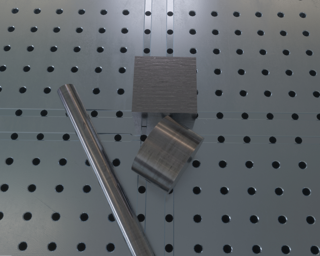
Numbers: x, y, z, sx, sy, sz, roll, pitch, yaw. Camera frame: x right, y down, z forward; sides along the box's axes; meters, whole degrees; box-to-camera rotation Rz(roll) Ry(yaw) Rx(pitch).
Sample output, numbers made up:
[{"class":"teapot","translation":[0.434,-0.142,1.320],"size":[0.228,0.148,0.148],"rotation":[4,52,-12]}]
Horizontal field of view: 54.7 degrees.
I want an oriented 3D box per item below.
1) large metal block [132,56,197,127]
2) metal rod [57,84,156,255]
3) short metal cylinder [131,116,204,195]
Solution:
[{"class":"large metal block","translation":[0.006,-0.048,0.416],"size":[0.081,0.050,0.080],"rotation":[1,70,0]},{"class":"metal rod","translation":[-0.061,0.071,0.385],"size":[0.025,0.025,0.299],"rotation":[-26,72,-9]},{"class":"short metal cylinder","translation":[0.010,0.032,0.371],"size":[0.050,0.080,0.080],"rotation":[33,73,11]}]
